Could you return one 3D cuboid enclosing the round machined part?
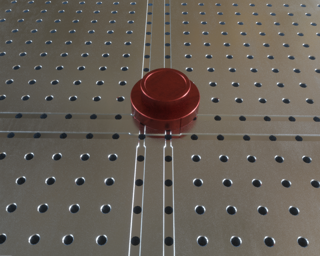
[{"bbox_3d":[0.008,-0.047,0.437,0.099,0.042,0.098,0,50,0],"label":"round machined part"}]
